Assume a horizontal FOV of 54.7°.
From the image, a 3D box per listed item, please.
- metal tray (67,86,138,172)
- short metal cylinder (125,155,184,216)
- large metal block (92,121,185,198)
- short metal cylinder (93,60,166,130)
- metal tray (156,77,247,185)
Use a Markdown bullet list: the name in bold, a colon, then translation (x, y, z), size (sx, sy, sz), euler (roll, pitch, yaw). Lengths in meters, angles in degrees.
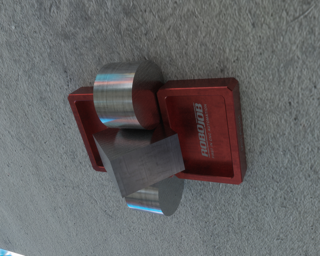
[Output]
- **metal tray**: translation (-0.070, 0.005, 0.446), size (0.090, 0.030, 0.129), euler (1, 119, 27)
- **short metal cylinder**: translation (-0.006, 0.076, 0.423), size (0.050, 0.080, 0.080), euler (2, 119, 27)
- **large metal block**: translation (-0.028, 0.029, 0.378), size (0.080, 0.081, 0.050), euler (39, 146, 58)
- **short metal cylinder**: translation (-0.033, -0.038, 0.366), size (0.050, 0.080, 0.080), euler (2, 119, 27)
- **metal tray**: translation (0.054, 0.005, 0.381), size (0.090, 0.030, 0.129), euler (1, 119, 27)
